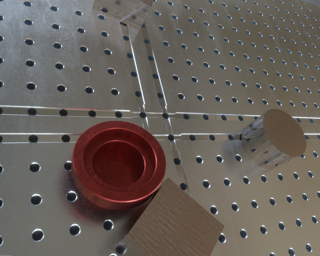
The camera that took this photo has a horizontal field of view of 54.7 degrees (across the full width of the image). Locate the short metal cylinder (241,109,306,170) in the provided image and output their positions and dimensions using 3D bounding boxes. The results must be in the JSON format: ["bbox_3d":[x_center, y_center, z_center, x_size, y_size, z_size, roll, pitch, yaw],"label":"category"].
[{"bbox_3d":[0.174,0.017,0.475,0.081,0.050,0.080,14,56,-21],"label":"short metal cylinder"}]

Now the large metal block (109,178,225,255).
[{"bbox_3d":[0.008,0.114,0.327,0.080,0.050,0.080,41,51,0],"label":"large metal block"}]

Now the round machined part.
[{"bbox_3d":[-0.046,0.043,0.339,0.099,0.042,0.098,10,52,-13],"label":"round machined part"}]

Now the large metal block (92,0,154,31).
[{"bbox_3d":[-0.053,-0.216,0.495,0.080,0.050,0.080,22,54,-15],"label":"large metal block"}]
